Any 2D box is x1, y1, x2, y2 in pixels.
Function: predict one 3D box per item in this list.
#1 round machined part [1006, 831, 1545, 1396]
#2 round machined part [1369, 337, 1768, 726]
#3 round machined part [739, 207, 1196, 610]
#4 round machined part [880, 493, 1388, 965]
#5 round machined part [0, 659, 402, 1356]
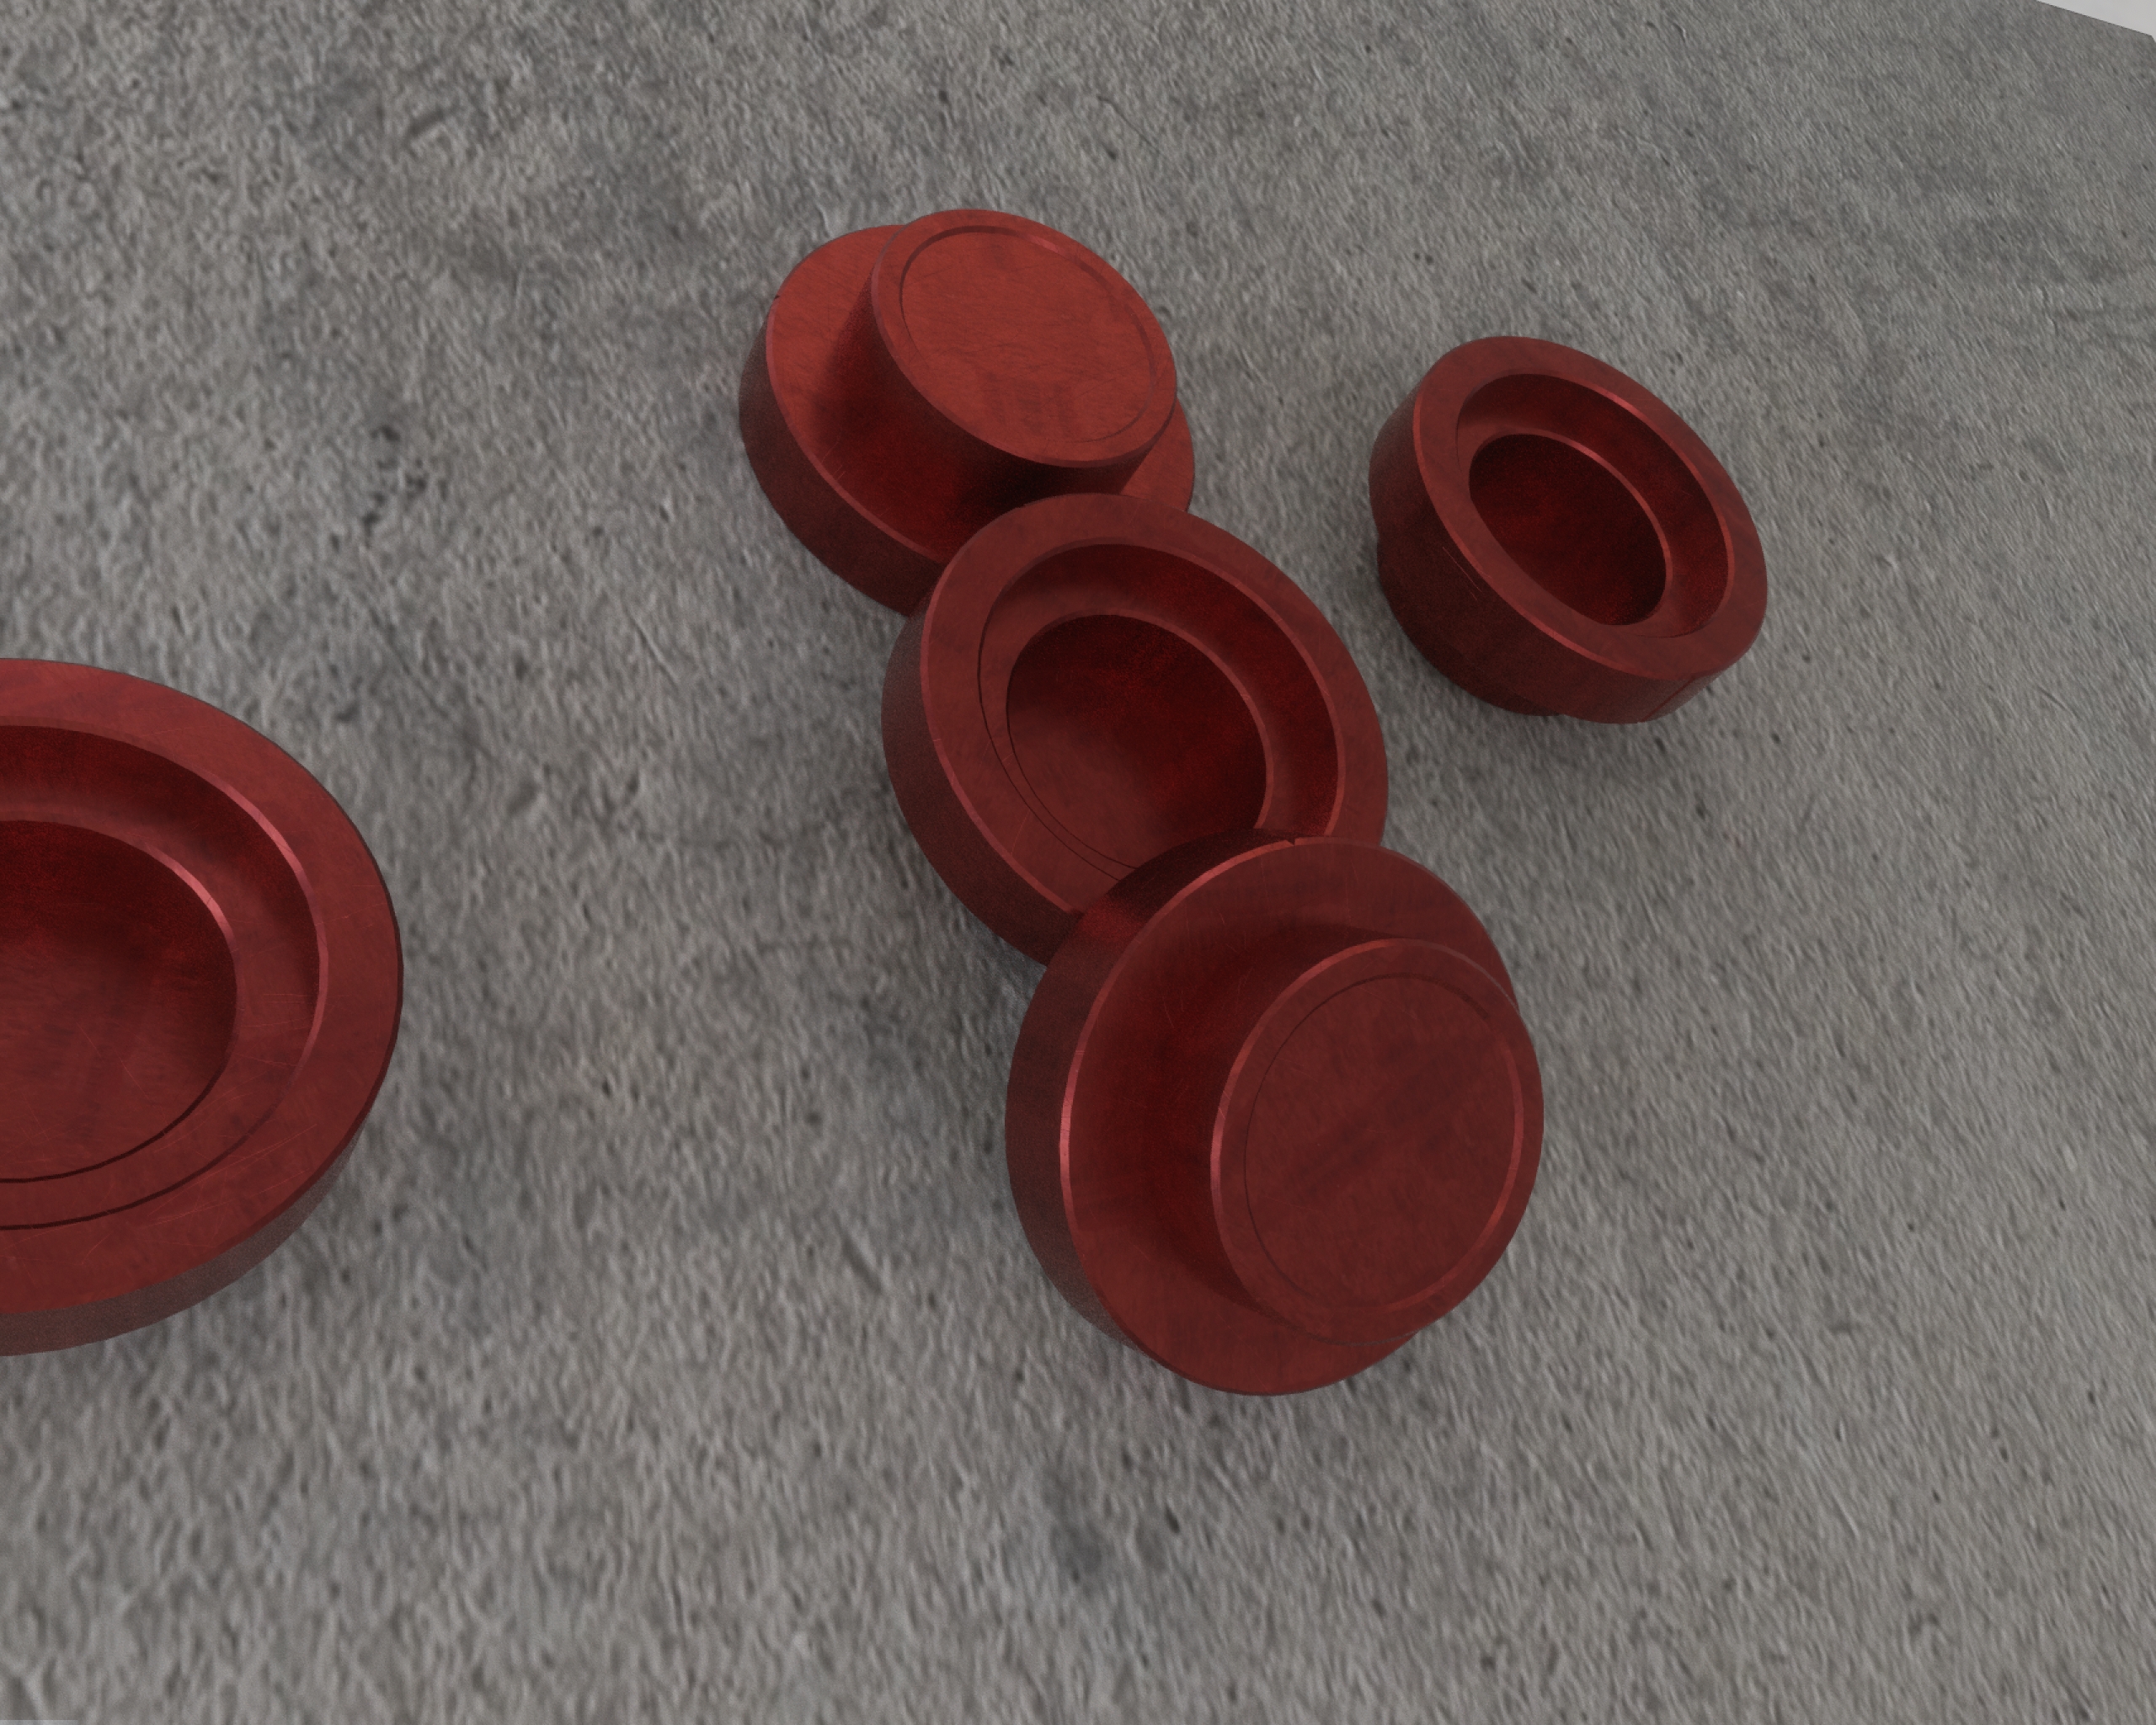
[{"bbox_3d":[0.041,0.044,0.358,0.099,0.042,0.097,-3,97,-30],"label":"round machined part"},{"bbox_3d":[0.111,-0.074,0.498,0.099,0.042,0.098,14,56,-21],"label":"round machined part"},{"bbox_3d":[-0.018,-0.099,0.443,0.099,0.042,0.098,14,56,-21],"label":"round machined part"},{"bbox_3d":[0.007,-0.019,0.405,0.099,0.042,0.098,12,61,-23],"label":"round machined part"},{"bbox_3d":[-0.151,0.023,0.298,0.099,0.042,0.098,14,56,-21],"label":"round machined part"}]
